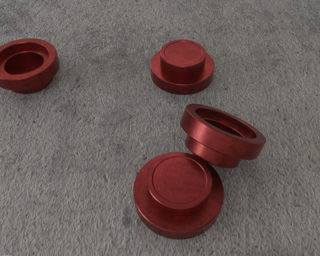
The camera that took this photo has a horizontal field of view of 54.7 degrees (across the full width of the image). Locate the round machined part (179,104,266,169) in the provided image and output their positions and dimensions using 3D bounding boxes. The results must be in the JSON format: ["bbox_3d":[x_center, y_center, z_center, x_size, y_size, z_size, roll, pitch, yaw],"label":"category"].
[{"bbox_3d":[0.068,0.011,0.363,0.099,0.042,0.098,19,20,-7],"label":"round machined part"}]

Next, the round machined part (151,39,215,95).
[{"bbox_3d":[0.035,-0.100,0.476,0.099,0.042,0.098,0,50,0],"label":"round machined part"}]

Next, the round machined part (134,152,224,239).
[{"bbox_3d":[0.020,0.065,0.337,0.099,0.042,0.098,0,50,0],"label":"round machined part"}]

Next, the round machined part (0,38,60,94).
[{"bbox_3d":[-0.201,-0.089,0.466,0.099,0.042,0.098,0,50,0],"label":"round machined part"}]
